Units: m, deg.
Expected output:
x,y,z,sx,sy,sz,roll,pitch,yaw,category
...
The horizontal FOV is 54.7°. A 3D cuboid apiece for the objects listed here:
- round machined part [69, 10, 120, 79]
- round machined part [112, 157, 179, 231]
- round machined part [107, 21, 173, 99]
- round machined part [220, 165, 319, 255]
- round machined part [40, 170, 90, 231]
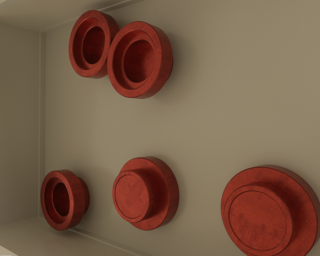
x,y,z,sx,sy,sz,roll,pitch,yaw,category
-0.092,-0.123,0.469,0.098,0.042,0.097,0,90,39,round machined part
-0.026,0.088,0.415,0.098,0.042,0.097,0,90,39,round machined part
-0.022,-0.087,0.412,0.098,0.042,0.097,0,90,39,round machined part
0.104,0.087,0.309,0.098,0.042,0.097,0,90,39,round machined part
-0.156,0.119,0.522,0.098,0.042,0.097,0,90,39,round machined part
